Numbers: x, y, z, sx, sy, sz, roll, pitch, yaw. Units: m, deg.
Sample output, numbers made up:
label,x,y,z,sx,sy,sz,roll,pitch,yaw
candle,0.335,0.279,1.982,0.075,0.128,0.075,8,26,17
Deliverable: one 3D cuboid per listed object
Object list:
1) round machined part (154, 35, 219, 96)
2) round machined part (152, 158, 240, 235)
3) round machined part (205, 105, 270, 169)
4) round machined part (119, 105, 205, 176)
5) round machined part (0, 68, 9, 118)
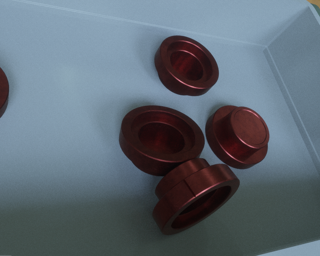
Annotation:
label,x,y,z,sx,sy,sz,roll,pitch,yaw
round machined part,0.036,-0.088,0.468,0.099,0.042,0.098,14,56,-21
round machined part,0.034,0.070,0.337,0.099,0.097,0.042,-13,53,-33
round machined part,0.120,0.007,0.454,0.099,0.042,0.098,14,56,-21
round machined part,0.000,0.019,0.369,0.099,0.042,0.098,10,38,-8
round machined part,-0.206,-0.044,0.311,0.099,0.042,0.098,14,56,-21
